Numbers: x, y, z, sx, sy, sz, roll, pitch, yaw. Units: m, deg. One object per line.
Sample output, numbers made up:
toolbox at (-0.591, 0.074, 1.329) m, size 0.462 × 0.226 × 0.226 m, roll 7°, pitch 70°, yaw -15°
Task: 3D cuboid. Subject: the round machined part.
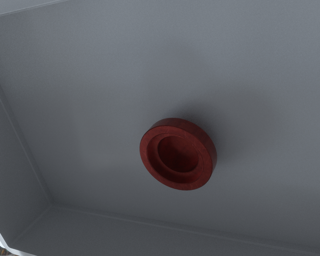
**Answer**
round machined part at (0.027, 0.030, 0.402) m, size 0.098 × 0.042 × 0.097 m, roll 13°, pitch 124°, yaw 21°
